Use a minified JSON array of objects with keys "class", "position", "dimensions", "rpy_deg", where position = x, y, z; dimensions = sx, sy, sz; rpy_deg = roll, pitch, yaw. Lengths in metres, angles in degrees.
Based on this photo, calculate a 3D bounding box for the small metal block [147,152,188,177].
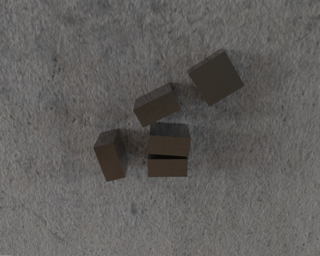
[{"class":"small metal block","position":[0.009,0.042,0.412],"dimensions":[0.050,0.050,0.025],"rpy_deg":[0,110,-1]}]

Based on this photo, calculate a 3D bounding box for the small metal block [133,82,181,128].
[{"class":"small metal block","position":[-0.004,-0.030,0.385],"dimensions":[0.050,0.050,0.025],"rpy_deg":[-25,108,8]}]

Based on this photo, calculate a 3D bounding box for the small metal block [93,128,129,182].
[{"class":"small metal block","position":[-0.063,0.035,0.408],"dimensions":[0.025,0.050,0.050],"rpy_deg":[-15,110,5]}]

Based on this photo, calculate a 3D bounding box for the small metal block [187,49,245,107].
[{"class":"small metal block","position":[0.069,-0.063,0.388],"dimensions":[0.050,0.025,0.050],"rpy_deg":[-32,108,10]}]

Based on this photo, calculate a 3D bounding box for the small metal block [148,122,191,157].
[{"class":"small metal block","position":[0.011,0.013,0.402],"dimensions":[0.050,0.050,0.025],"rpy_deg":[4,110,-2]}]
